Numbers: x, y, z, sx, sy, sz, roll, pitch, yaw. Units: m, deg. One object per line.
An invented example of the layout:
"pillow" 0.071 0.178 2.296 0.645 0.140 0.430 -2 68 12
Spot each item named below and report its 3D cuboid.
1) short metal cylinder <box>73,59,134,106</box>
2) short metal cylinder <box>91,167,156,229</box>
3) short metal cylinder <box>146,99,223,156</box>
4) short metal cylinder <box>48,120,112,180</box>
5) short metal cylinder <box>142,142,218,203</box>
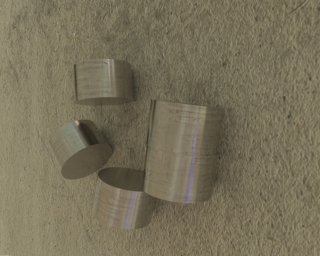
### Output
"short metal cylinder" -0.079 -0.061 0.434 0.080 0.081 0.050 -6 86 40
"short metal cylinder" -0.045 0.089 0.407 0.080 0.081 0.050 20 103 38
"short metal cylinder" 0.027 -0.003 0.347 0.080 0.081 0.050 12 98 39
"short metal cylinder" -0.121 0.033 0.469 0.050 0.081 0.080 52 121 27
"short metal cylinder" 0.022 0.047 0.351 0.080 0.081 0.050 12 98 39
